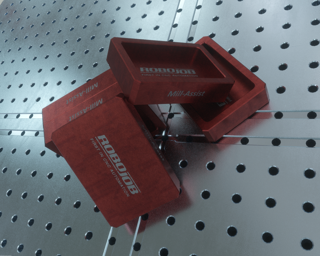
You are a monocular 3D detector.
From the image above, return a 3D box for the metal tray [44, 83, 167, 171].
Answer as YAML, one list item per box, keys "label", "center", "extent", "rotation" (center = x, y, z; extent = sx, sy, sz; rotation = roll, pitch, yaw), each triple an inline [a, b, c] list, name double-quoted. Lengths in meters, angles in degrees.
- label: "metal tray"
  center: [-0.069, 0.000, 0.399]
  extent: [0.130, 0.090, 0.030]
  rotation: [-29, 52, 10]

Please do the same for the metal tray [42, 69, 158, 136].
- label: "metal tray"
  center: [-0.078, -0.022, 0.418]
  extent: [0.130, 0.090, 0.030]
  rotation: [-29, 52, 10]

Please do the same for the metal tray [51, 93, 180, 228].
- label: "metal tray"
  center: [-0.047, 0.038, 0.349]
  extent: [0.090, 0.130, 0.030]
  rotation: [-29, 11, 10]

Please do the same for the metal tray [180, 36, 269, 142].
- label: "metal tray"
  center: [0.064, -0.055, 0.403]
  extent: [0.090, 0.030, 0.130]
  rotation: [-37, 51, 3]

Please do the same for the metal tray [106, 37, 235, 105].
- label: "metal tray"
  center: [0.012, -0.069, 0.370]
  extent: [0.131, 0.030, 0.090]
  rotation: [-4, 45, -29]
